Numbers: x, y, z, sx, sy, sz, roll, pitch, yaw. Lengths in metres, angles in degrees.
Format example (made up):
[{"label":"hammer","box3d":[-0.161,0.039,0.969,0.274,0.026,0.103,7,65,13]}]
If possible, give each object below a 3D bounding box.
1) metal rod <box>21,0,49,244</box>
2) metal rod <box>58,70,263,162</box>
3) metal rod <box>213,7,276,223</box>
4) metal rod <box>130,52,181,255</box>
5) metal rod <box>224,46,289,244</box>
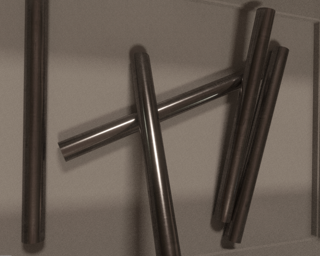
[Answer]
[{"label":"metal rod","box3d":[-0.144,-0.020,0.357,0.025,0.025,0.298,1,90,-20]},{"label":"metal rod","box3d":[0.015,-0.027,0.417,0.302,0.025,0.025,-23,98,-19]},{"label":"metal rod","box3d":[0.117,-0.015,0.435,0.025,0.025,0.298,9,94,-20]},{"label":"metal rod","box3d":[-0.005,0.045,0.347,0.025,0.025,0.299,0,66,-20]},{"label":"metal rod","box3d":[0.146,0.021,0.466,0.025,0.025,0.299,18,84,-20]}]
